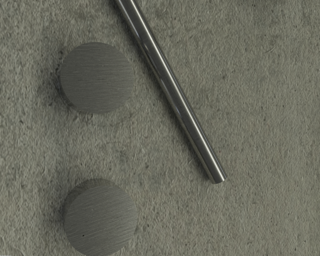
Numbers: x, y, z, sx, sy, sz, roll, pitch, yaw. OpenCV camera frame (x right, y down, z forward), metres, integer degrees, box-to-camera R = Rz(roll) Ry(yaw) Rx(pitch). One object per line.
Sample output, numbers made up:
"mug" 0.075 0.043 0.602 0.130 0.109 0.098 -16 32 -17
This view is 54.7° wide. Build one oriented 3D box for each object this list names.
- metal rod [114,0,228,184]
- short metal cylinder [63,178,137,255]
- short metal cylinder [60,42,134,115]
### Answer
"metal rod" 0.014 -0.057 0.413 0.025 0.025 0.299 -32 101 -17
"short metal cylinder" -0.073 0.104 0.369 0.081 0.050 0.079 0 90 -20
"short metal cylinder" -0.077 -0.056 0.367 0.081 0.050 0.079 0 90 -20
